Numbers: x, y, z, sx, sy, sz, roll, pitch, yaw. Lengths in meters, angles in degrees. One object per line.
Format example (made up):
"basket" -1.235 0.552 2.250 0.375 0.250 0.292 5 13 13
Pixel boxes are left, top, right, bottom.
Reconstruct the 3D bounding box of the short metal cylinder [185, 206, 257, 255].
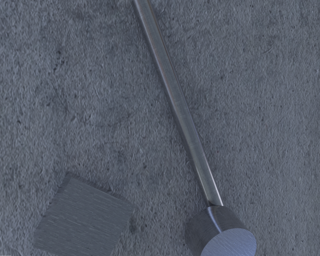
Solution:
"short metal cylinder" 0.080 0.152 0.414 0.081 0.050 0.079 -6 111 -16

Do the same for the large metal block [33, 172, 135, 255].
"large metal block" -0.089 0.107 0.364 0.080 0.050 0.080 30 80 -18

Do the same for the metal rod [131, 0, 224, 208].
"metal rod" 0.026 -0.028 0.419 0.025 0.025 0.298 -23 98 -19
